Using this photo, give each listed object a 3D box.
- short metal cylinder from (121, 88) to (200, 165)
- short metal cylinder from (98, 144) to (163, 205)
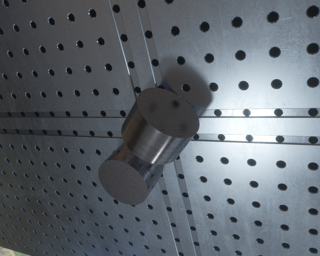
[{"bbox_3d":[0.000,-0.003,0.374,0.080,0.080,0.050,36,129,4],"label":"short metal cylinder"},{"bbox_3d":[-0.043,0.067,0.459,0.080,0.050,0.079,13,124,21],"label":"short metal cylinder"}]
